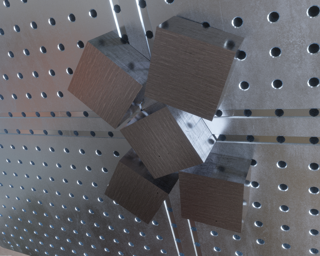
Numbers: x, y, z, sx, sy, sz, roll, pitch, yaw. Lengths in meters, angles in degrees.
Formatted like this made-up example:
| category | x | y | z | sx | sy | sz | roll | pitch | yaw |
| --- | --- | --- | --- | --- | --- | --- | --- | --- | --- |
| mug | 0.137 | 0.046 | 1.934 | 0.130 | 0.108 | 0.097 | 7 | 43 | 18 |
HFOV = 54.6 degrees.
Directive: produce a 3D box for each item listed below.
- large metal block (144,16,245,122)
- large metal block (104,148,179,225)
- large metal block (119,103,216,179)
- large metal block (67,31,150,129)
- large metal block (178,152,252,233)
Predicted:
| category | x | y | z | sx | sy | sz | roll | pitch | yaw |
| --- | --- | --- | --- | --- | --- | --- | --- | --- | --- |
| large metal block | 0.035 | -0.065 | 0.335 | 0.080 | 0.050 | 0.079 | 21 | 127 | 12 |
| large metal block | -0.026 | 0.082 | 0.458 | 0.080 | 0.050 | 0.080 | 33 | 129 | 7 |
| large metal block | 0.011 | 0.010 | 0.395 | 0.080 | 0.050 | 0.080 | -25 | 105 | 37 |
| large metal block | -0.058 | -0.060 | 0.389 | 0.080 | 0.050 | 0.080 | 39 | 130 | 2 |
| large metal block | 0.073 | 0.081 | 0.407 | 0.080 | 0.050 | 0.080 | 8 | 122 | 23 |
